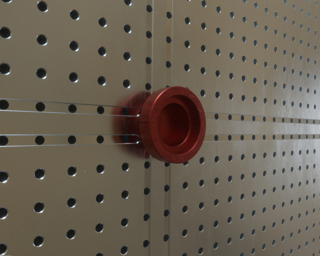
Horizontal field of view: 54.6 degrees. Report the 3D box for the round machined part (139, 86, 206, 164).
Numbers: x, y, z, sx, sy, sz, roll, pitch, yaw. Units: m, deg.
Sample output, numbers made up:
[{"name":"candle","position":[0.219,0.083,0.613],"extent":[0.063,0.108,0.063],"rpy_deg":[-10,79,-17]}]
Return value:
[{"name":"round machined part","position":[0.012,-0.004,0.406],"extent":[0.099,0.042,0.097],"rpy_deg":[0,90,-40]}]
